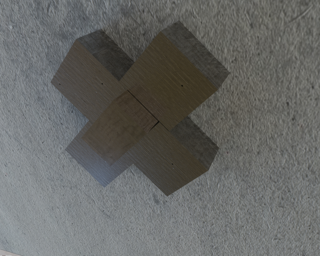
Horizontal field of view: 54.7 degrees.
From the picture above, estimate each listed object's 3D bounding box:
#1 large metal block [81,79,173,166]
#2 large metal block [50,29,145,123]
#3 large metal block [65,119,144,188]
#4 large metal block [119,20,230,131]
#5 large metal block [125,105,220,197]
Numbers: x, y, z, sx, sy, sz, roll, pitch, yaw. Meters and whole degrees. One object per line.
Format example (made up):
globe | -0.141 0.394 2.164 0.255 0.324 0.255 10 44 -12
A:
large metal block | -0.038 -0.010 0.385 0.050 0.080 0.080 45 129 -4
large metal block | -0.078 -0.063 0.392 0.080 0.050 0.080 45 129 -4
large metal block | -0.076 0.027 0.446 0.080 0.050 0.080 45 129 -4
large metal block | 0.016 -0.057 0.346 0.080 0.050 0.080 45 129 -4
large metal block | 0.015 0.030 0.401 0.080 0.050 0.080 45 129 -4
